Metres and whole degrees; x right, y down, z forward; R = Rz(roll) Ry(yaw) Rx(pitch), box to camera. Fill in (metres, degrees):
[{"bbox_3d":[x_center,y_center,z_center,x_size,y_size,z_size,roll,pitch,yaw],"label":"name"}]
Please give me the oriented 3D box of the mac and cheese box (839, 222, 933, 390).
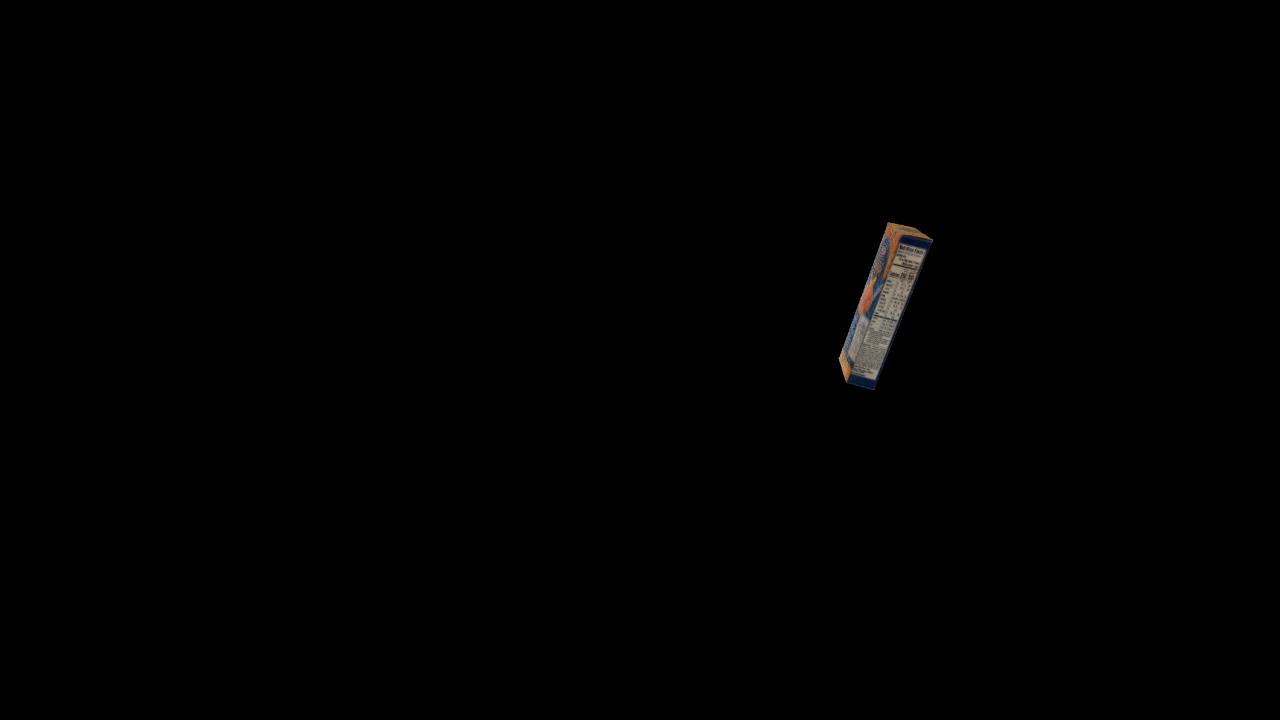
[{"bbox_3d":[0.288,-0.065,0.735,0.041,0.184,0.093,16,22,8],"label":"mac and cheese box"}]
